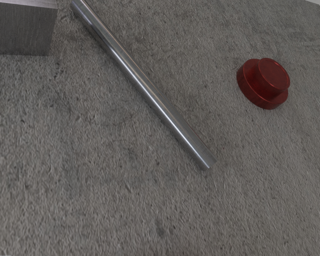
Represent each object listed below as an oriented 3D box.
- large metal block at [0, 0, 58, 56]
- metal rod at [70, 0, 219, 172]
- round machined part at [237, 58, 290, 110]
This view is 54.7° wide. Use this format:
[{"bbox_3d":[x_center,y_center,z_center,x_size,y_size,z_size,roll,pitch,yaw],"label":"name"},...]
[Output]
[{"bbox_3d":[-0.170,-0.130,0.356,0.081,0.080,0.050,-5,64,-30],"label":"large metal block"},{"bbox_3d":[-0.026,-0.065,0.429,0.025,0.025,0.300,-33,80,-38],"label":"metal rod"},{"bbox_3d":[0.188,-0.084,0.545,0.099,0.042,0.098,14,56,-21],"label":"round machined part"}]
